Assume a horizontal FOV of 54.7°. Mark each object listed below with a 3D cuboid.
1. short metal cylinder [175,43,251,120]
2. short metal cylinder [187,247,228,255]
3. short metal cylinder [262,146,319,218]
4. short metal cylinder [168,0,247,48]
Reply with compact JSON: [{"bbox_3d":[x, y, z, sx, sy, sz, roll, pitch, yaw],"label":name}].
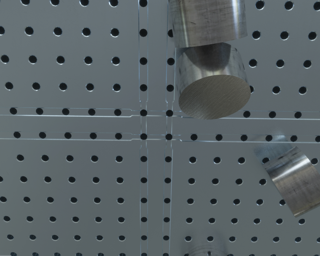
[{"bbox_3d":[0.060,-0.053,0.361,0.081,0.050,0.080,-3,147,-2],"label":"short metal cylinder"},{"bbox_3d":[0.077,0.237,0.488,0.081,0.050,0.079,0,110,0],"label":"short metal cylinder"},{"bbox_3d":[0.180,0.071,0.412,0.050,0.080,0.080,-32,107,11],"label":"short metal cylinder"},{"bbox_3d":[0.052,-0.121,0.339,0.080,0.080,0.050,-9,108,3],"label":"short metal cylinder"}]
